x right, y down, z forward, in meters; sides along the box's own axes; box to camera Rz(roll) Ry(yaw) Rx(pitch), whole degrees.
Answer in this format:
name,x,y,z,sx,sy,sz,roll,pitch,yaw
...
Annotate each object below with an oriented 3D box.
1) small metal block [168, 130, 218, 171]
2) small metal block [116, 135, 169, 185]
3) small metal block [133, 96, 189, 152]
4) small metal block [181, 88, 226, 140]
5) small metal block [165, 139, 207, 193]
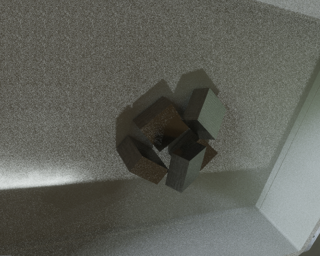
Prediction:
name,x,y,z,sx,sy,sz,roll,pitch,yaw
small metal block,0.049,0.037,0.458,0.050,0.025,0.050,-46,130,4
small metal block,-0.023,0.042,0.404,0.050,0.050,0.025,33,100,-39
small metal block,0.002,-0.005,0.405,0.050,0.025,0.050,-40,130,-2
small metal block,0.060,-0.018,0.416,0.050,0.025,0.050,43,60,-40
small metal block,0.035,0.050,0.411,0.050,0.025,0.050,-30,137,-52
